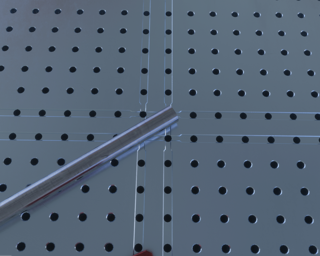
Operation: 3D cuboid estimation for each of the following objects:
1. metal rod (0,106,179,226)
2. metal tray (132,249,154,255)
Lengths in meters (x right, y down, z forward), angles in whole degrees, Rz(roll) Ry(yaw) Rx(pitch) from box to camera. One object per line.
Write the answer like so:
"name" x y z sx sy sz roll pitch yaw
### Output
"metal rod" -0.109 0.055 0.390 0.302 0.025 0.025 -30 73 -11
"metal tray" -0.055 0.200 0.335 0.131 0.030 0.090 -20 71 -8
